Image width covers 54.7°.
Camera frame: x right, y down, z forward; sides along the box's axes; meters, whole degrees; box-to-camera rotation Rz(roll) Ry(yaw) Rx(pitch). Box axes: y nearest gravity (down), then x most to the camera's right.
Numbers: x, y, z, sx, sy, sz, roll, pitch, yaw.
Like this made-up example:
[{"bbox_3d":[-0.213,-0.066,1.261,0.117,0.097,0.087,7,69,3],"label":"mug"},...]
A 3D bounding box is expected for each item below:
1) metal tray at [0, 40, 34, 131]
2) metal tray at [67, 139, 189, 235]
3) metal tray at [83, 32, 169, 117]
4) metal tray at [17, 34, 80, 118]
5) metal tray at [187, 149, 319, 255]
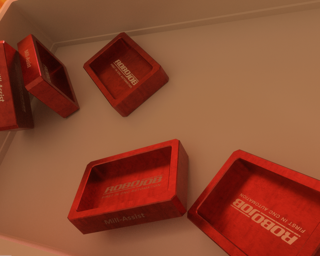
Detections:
[{"bbox_3d":[-0.236,-0.061,0.488,0.030,0.090,0.129,-9,91,-7],"label":"metal tray"},{"bbox_3d":[-0.034,0.067,0.360,0.130,0.030,0.090,-16,36,19],"label":"metal tray"},{"bbox_3d":[-0.057,-0.088,0.486,0.090,0.030,0.130,-40,51,0],"label":"metal tray"},{"bbox_3d":[-0.186,-0.087,0.515,0.030,0.090,0.130,-34,51,6],"label":"metal tray"},{"bbox_3d":[0.090,0.077,0.274,0.090,0.030,0.130,-51,27,-8],"label":"metal tray"}]
